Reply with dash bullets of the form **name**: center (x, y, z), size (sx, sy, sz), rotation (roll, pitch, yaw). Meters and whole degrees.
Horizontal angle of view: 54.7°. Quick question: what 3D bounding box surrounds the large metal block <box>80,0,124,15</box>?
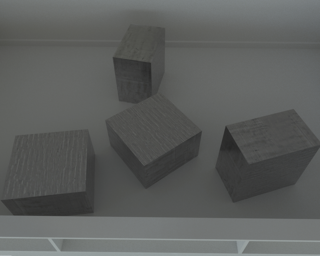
- **large metal block**: center (-0.116, -0.273, 0.620), size (0.081, 0.050, 0.080), rotation (-5, 50, -5)

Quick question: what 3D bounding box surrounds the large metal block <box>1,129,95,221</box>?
- **large metal block**: center (-0.118, 0.051, 0.345), size (0.081, 0.050, 0.080), rotation (-5, 50, -5)

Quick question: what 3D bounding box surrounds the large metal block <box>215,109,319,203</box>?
- **large metal block**: center (0.114, 0.032, 0.343), size (0.081, 0.080, 0.050), rotation (-13, 52, -11)

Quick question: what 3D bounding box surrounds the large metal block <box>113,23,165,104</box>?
- **large metal block**: center (-0.026, -0.090, 0.445), size (0.050, 0.080, 0.080), rotation (10, 51, 8)

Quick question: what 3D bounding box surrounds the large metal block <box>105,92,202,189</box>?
- **large metal block**: center (-0.008, 0.013, 0.378), size (0.081, 0.050, 0.080), rotation (-30, 56, -23)
